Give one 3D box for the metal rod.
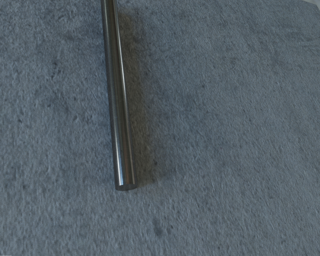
[{"bbox_3d":[-0.058,-0.065,0.413,0.025,0.025,0.299,5,59,-26],"label":"metal rod"}]
